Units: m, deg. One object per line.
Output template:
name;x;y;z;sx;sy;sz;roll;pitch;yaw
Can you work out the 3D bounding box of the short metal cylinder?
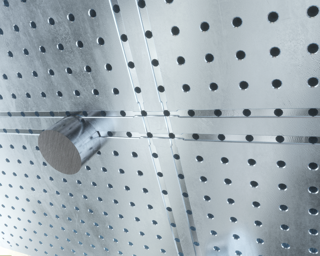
short metal cylinder;-0.141;0.026;0.486;0.080;0.050;0.079;13;124;21
